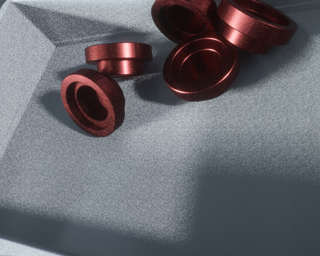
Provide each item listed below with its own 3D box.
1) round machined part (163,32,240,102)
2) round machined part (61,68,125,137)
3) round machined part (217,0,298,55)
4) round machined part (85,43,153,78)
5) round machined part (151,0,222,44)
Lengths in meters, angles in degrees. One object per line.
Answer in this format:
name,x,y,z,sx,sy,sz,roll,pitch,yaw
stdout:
round machined part,0.057,-0.075,0.410,0.098,0.042,0.098,-13,56,20
round machined part,-0.088,-0.039,0.437,0.098,0.097,0.042,10,36,32
round machined part,0.116,-0.128,0.390,0.098,0.099,0.042,60,140,38
round machined part,-0.060,-0.098,0.461,0.098,0.099,0.042,0,97,28
round machined part,0.041,-0.159,0.434,0.098,0.098,0.042,16,70,34
